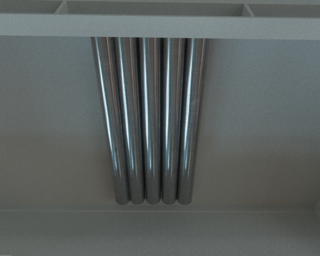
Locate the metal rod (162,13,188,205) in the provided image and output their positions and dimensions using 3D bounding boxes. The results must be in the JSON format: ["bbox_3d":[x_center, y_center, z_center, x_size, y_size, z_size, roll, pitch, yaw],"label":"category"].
[{"bbox_3d":[0.015,0.002,0.409,0.025,0.025,0.298,0,130,0],"label":"metal rod"}]

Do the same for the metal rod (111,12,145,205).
[{"bbox_3d":[-0.036,0.001,0.408,0.025,0.025,0.298,0,130,0],"label":"metal rod"}]

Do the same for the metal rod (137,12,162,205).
[{"bbox_3d":[-0.011,0.001,0.408,0.025,0.025,0.298,0,130,0],"label":"metal rod"}]

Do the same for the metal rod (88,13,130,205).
[{"bbox_3d":[-0.060,0.002,0.408,0.025,0.025,0.298,0,130,0],"label":"metal rod"}]

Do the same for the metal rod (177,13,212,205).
[{"bbox_3d":[0.040,0.002,0.409,0.025,0.025,0.298,0,130,0],"label":"metal rod"}]
